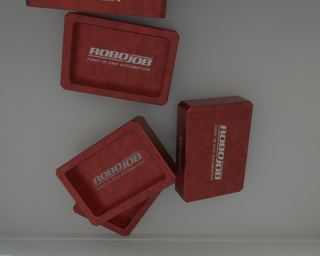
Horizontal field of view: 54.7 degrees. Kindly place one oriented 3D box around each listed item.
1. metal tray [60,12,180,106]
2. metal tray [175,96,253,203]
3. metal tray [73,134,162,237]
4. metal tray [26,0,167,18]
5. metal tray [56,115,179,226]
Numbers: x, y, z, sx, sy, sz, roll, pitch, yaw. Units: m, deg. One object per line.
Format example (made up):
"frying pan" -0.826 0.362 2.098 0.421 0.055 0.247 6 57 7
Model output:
"metal tray" -0.049 -0.083 0.377 0.131 0.030 0.089 9 110 -4
"metal tray" 0.068 0.027 0.403 0.091 0.030 0.129 -7 112 -19
"metal tray" -0.052 0.082 0.438 0.090 0.030 0.129 31 107 -11
"metal tray" -0.059 -0.137 0.325 0.131 0.090 0.030 4 110 -2
"metal tray" -0.054 0.055 0.389 0.130 0.030 0.090 -32 95 16
